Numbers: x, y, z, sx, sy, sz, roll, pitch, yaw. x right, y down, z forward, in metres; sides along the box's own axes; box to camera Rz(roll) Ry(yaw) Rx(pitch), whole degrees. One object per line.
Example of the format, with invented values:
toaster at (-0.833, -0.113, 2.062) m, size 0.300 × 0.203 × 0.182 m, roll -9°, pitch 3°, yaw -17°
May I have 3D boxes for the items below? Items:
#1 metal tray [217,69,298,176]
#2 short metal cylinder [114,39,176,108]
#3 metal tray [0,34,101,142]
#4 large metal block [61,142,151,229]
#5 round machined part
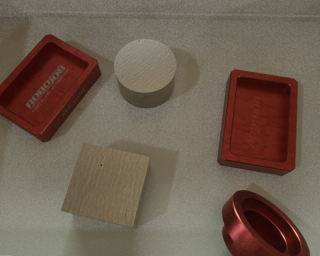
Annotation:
metal tray at (0.130, -0.009, 0.411) m, size 0.091 × 0.030 × 0.130 m, roll 10°, pitch 70°, yaw 3°
short metal cylinder at (-0.019, -0.073, 0.423) m, size 0.081 × 0.050 × 0.080 m, roll 0°, pitch 70°, yaw 0°
metal tray at (-0.155, -0.057, 0.425) m, size 0.090 × 0.030 × 0.130 m, roll 30°, pitch 72°, yaw 10°
large metal block at (-0.060, 0.070, 0.370) m, size 0.080 × 0.050 × 0.080 m, roll 12°, pitch 70°, yaw 4°
round machined part at (0.108, 0.119, 0.340) m, size 0.098 × 0.098 × 0.042 m, roll 39°, pitch 114°, yaw 12°
